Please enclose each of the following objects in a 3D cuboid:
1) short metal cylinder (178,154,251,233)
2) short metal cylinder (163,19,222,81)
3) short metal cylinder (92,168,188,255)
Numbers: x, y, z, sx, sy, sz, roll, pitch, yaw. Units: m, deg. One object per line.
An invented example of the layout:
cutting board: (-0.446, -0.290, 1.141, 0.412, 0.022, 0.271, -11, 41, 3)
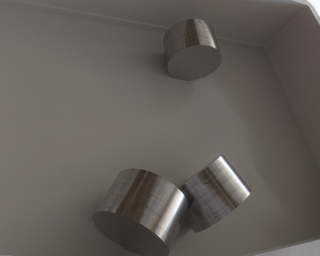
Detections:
short metal cylinder: (0.056, 0.074, 0.355, 0.081, 0.080, 0.050, -30, 79, -38)
short metal cylinder: (0.048, -0.116, 0.466, 0.081, 0.080, 0.050, 6, 59, -25)
short metal cylinder: (-0.019, 0.085, 0.308, 0.080, 0.080, 0.050, 34, 51, -6)
